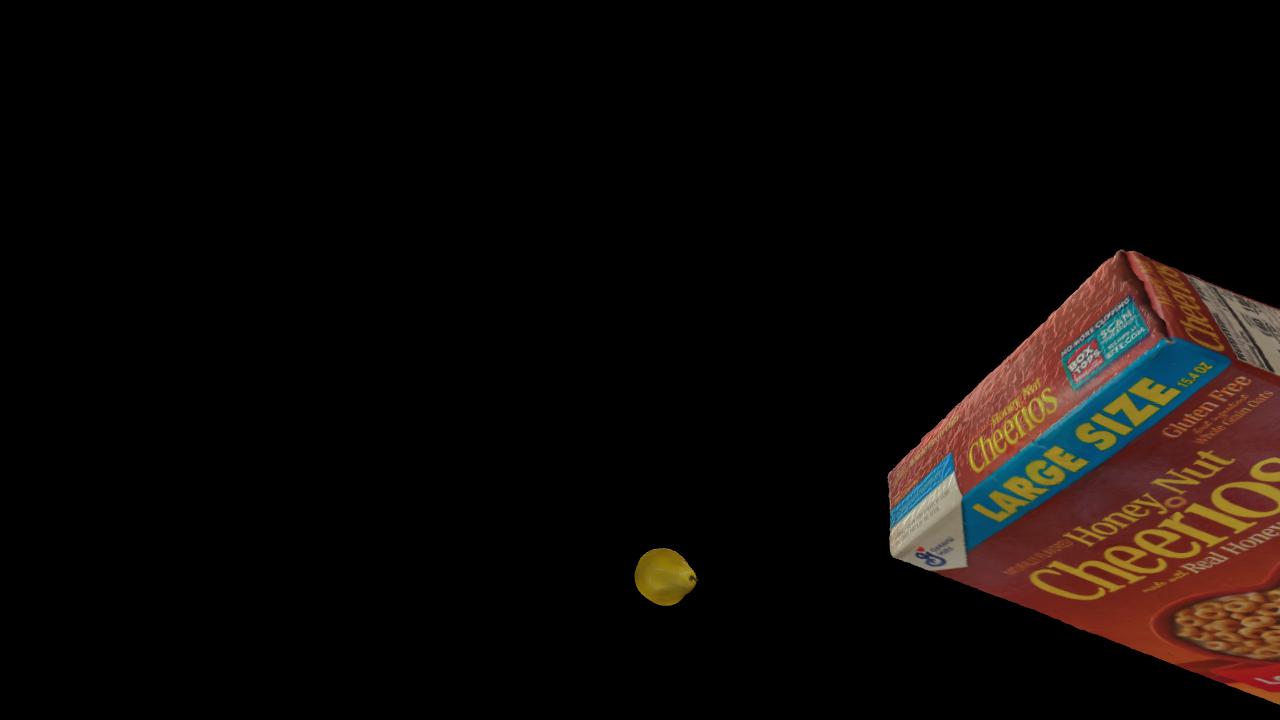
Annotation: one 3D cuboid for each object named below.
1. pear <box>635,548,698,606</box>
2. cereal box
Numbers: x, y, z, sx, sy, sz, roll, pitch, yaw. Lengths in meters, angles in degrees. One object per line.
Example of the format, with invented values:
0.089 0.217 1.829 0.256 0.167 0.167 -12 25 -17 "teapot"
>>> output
0.049 0.294 0.836 0.111 0.080 0.080 -14 -10 43 "pear"
0.324 0.088 0.329 0.306 0.081 0.203 21 -45 -1 "cereal box"
